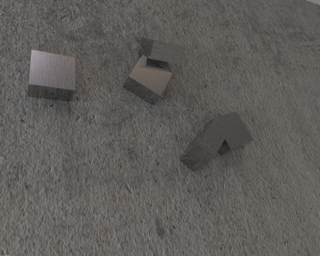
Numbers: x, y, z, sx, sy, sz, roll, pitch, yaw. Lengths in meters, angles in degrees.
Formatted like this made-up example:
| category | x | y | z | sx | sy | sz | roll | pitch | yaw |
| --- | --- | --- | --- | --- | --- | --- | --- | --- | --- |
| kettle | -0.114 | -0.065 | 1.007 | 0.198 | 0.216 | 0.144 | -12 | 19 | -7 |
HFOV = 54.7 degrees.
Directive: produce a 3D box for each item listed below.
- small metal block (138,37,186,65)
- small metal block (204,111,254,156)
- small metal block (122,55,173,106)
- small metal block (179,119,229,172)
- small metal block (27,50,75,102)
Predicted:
| category | x | y | z | sx | sy | sz | roll | pitch | yaw |
| --- | --- | --- | --- | --- | --- | --- | --- | --- | --- |
| small metal block | 0.002 | -0.114 | 0.457 | 0.050 | 0.025 | 0.050 | 5 | 18 | -26 |
| small metal block | 0.100 | 0.008 | 0.453 | 0.050 | 0.025 | 0.050 | -16 | 70 | -34 |
| small metal block | -0.017 | -0.067 | 0.436 | 0.050 | 0.025 | 0.050 | 31 | 52 | -8 |
| small metal block | 0.057 | 0.024 | 0.404 | 0.025 | 0.050 | 0.050 | 40 | 51 | -1 |
| small metal block | -0.130 | -0.062 | 0.372 | 0.050 | 0.025 | 0.050 | 6 | 59 | -25 |
